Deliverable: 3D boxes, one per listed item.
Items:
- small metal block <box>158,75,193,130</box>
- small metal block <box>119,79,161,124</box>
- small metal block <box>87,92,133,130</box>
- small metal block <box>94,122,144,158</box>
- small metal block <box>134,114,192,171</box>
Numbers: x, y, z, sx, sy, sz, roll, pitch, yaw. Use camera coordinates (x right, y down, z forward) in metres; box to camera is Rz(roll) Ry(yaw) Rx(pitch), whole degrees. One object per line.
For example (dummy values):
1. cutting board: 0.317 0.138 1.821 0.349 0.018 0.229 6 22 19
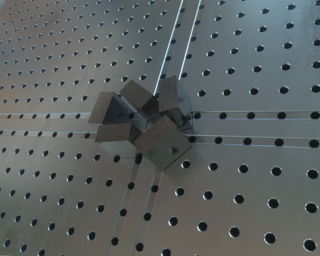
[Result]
1. small metal block: 0.020 -0.031 0.401 0.025 0.050 0.050 -15 55 20
2. small metal block: -0.021 -0.033 0.425 0.025 0.050 0.050 -48 52 -4
3. small metal block: -0.069 -0.017 0.440 0.025 0.050 0.050 3 64 30
4. small metal block: -0.048 0.018 0.407 0.050 0.050 0.025 -5 60 26
5. small metal block: 0.005 0.019 0.378 0.050 0.050 0.025 -41 50 1
